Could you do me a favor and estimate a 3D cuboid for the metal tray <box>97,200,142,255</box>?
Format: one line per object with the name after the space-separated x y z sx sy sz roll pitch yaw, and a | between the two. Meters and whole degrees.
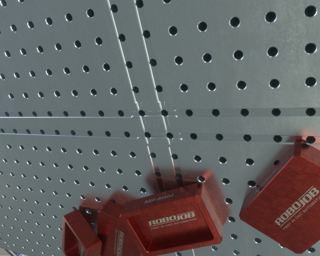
-0.068 0.200 0.566 0.090 0.030 0.129 20 126 16 | metal tray

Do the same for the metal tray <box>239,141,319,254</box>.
0.168 0.088 0.374 0.090 0.030 0.129 31 128 7 | metal tray

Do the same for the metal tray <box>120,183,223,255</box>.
0.017 0.141 0.464 0.130 0.030 0.090 -19 109 20 | metal tray

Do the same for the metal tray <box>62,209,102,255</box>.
-0.156 0.234 0.608 0.090 0.030 0.129 41 135 30 | metal tray
